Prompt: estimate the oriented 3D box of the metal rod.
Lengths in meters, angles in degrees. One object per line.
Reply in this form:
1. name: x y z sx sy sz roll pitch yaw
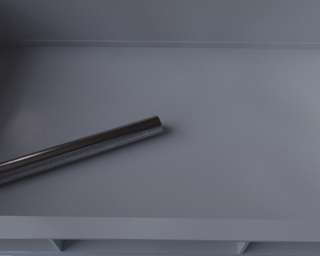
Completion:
1. metal rod: -0.141 0.039 0.371 0.302 0.025 0.025 -18 52 -14
